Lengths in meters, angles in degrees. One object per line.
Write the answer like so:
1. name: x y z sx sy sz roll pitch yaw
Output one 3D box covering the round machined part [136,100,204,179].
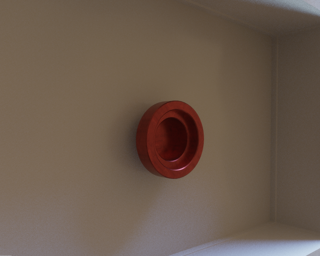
1. round machined part: 0.008 0.014 0.402 0.099 0.042 0.097 0 90 -40
